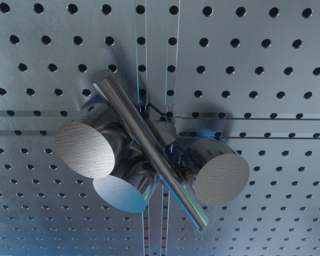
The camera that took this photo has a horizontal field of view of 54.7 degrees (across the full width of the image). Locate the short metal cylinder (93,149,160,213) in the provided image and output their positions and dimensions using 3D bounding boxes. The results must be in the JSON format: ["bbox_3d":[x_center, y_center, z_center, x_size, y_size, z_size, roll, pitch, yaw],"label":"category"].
[{"bbox_3d":[-0.046,0.074,0.435,0.080,0.050,0.079,16,137,16],"label":"short metal cylinder"}]

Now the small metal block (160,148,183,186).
[{"bbox_3d":[0.023,0.064,0.462,0.050,0.025,0.050,-33,123,24],"label":"small metal block"}]

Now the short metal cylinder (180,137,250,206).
[{"bbox_3d":[0.074,0.059,0.424,0.081,0.050,0.079,-8,116,-17],"label":"short metal cylinder"}]

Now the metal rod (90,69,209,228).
[{"bbox_3d":[0.002,0.048,0.414,0.025,0.025,0.299,-20,127,16],"label":"metal rod"}]

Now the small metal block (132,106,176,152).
[{"bbox_3d":[-0.014,0.006,0.412,0.050,0.025,0.050,-36,122,26],"label":"small metal block"}]

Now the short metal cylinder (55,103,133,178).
[{"bbox_3d":[-0.081,0.015,0.385,0.080,0.050,0.079,11,123,17],"label":"short metal cylinder"}]
